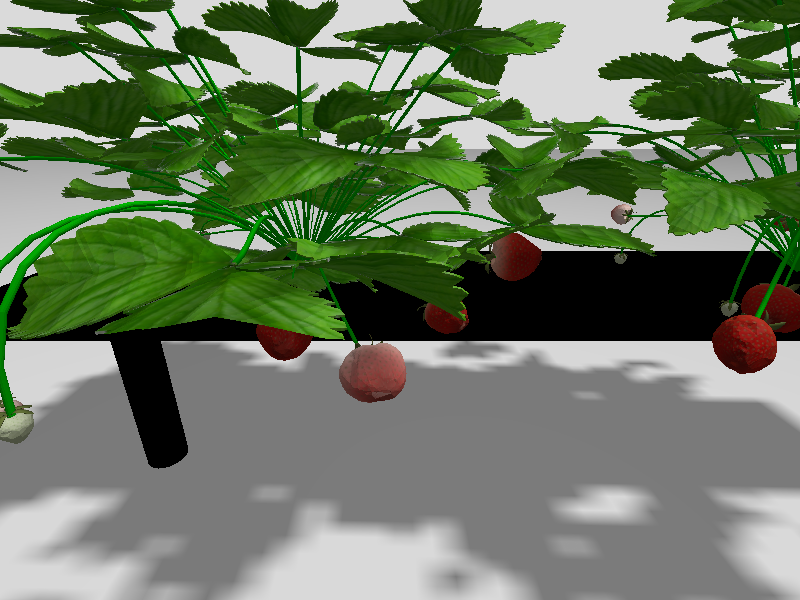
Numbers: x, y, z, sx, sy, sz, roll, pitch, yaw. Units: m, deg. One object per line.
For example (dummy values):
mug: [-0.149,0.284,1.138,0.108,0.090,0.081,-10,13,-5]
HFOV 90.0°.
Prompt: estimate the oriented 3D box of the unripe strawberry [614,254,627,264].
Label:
unripe strawberry: [0.201,-0.037,0.365,0.010,0.010,0.009,0,22,1]

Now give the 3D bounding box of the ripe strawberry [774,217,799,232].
ripe strawberry: [0.498,-0.104,0.512,0.029,0.032,0.031,17,25,36]

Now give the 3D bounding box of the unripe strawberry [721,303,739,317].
unripe strawberry: [0.214,0.006,0.260,0.010,0.010,0.009,-16,27,-33]

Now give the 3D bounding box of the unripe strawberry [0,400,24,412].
unripe strawberry: [-0.155,0.047,0.156,0.015,0.014,0.014,7,23,16]

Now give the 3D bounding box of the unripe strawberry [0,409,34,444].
unripe strawberry: [-0.132,0.044,0.138,0.011,0.011,0.011,4,23,10]

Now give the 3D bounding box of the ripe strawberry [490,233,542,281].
ripe strawberry: [0.101,-0.037,0.345,0.042,0.041,0.039,2,23,5]

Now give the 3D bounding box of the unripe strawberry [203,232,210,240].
unripe strawberry: [-0.221,-0.071,0.453,0.011,0.011,0.011,15,27,32]

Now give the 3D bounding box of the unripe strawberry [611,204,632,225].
unripe strawberry: [0.309,-0.121,0.562,0.027,0.028,0.029,-6,22,-13]

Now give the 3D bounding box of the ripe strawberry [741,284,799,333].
ripe strawberry: [0.233,0.006,0.249,0.033,0.028,0.033,-33,37,-32]

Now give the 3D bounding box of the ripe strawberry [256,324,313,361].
ripe strawberry: [-0.063,0.020,0.217,0.030,0.032,0.033,-3,23,-8]

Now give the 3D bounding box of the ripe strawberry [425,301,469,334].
ripe strawberry: [0.029,0.009,0.245,0.025,0.028,0.027,-19,45,-38]

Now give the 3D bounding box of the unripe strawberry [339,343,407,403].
unripe strawberry: [-0.011,0.035,0.182,0.031,0.028,0.028,-8,24,-19]

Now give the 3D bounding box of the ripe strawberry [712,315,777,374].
ripe strawberry: [0.176,0.024,0.206,0.029,0.030,0.026,-38,39,-27]
